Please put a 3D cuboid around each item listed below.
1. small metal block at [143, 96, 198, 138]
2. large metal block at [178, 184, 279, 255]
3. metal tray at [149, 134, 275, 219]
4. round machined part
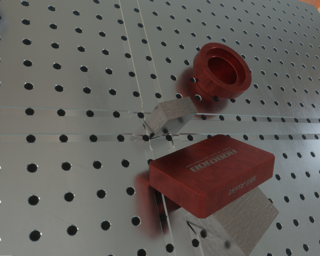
[{"bbox_3d":[0.014,-0.014,0.410,0.050,0.050,0.025,-16,70,-35],"label":"small metal block"},{"bbox_3d":[0.084,0.101,0.378,0.081,0.050,0.080,-33,81,-38],"label":"large metal block"},{"bbox_3d":[0.064,0.051,0.375,0.131,0.030,0.090,-18,28,-35],"label":"metal tray"},{"bbox_3d":[0.097,-0.088,0.505,0.099,0.042,0.098,14,56,-21],"label":"round machined part"}]
